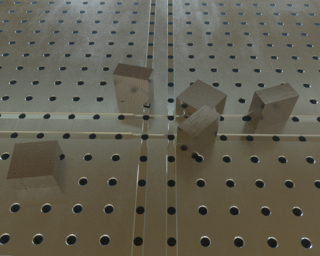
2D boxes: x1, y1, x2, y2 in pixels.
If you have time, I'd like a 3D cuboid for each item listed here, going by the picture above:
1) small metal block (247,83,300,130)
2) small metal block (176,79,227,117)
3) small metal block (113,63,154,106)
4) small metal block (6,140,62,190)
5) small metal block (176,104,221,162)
[{"bbox_3d":[0.150,-0.029,0.416,0.050,0.050,0.025,-15,52,-12],"label":"small metal block"},{"bbox_3d":[0.058,-0.036,0.439,0.050,0.025,0.050,34,58,25],"label":"small metal block"},{"bbox_3d":[-0.037,-0.061,0.443,0.050,0.050,0.025,11,51,9],"label":"small metal block"},{"bbox_3d":[-0.148,0.044,0.370,0.050,0.025,0.050,-5,50,-4],"label":"small metal block"},{"bbox_3d":[0.047,0.007,0.386,0.025,0.050,0.050,37,59,27],"label":"small metal block"}]
